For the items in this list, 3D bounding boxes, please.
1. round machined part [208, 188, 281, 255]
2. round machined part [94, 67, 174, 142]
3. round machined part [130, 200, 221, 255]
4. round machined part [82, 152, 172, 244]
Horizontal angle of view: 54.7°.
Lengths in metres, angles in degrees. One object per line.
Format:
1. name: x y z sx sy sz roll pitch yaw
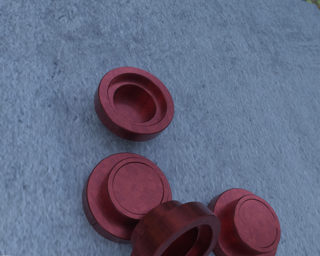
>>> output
1. round machined part: 0.107 0.120 0.379 0.099 0.042 0.098 14 56 -21
2. round machined part: -0.035 -0.026 0.391 0.099 0.042 0.098 14 56 -21
3. round machined part: 0.010 0.111 0.306 0.099 0.097 0.042 -15 38 -34
4. round machined part: -0.030 0.071 0.335 0.099 0.042 0.098 14 56 -21
